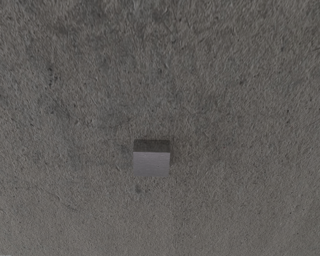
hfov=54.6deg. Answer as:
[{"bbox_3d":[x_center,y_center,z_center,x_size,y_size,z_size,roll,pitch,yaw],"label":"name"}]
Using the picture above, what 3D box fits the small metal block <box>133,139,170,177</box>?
[{"bbox_3d":[-0.012,0.044,0.444,0.050,0.025,0.050,1,130,-2],"label":"small metal block"}]
